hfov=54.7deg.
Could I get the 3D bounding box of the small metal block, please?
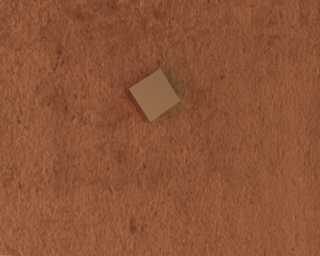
[{"bbox_3d":[-0.010,-0.042,0.406,0.050,0.025,0.050,-36,102,-17],"label":"small metal block"}]
